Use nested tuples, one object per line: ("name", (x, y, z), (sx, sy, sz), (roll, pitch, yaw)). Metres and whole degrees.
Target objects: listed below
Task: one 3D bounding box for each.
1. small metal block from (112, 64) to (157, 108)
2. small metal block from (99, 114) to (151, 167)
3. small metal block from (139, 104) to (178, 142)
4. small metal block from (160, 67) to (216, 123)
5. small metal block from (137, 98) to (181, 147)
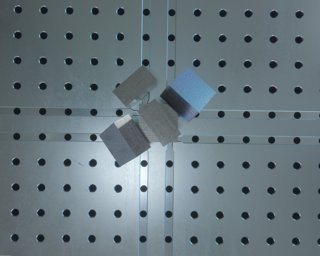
("small metal block", (-0.031, -0.052, 0.401), (0.050, 0.050, 0.025), (-41, 90, 0))
("small metal block", (-0.046, 0.017, 0.398), (0.025, 0.050, 0.050), (-34, 90, -37))
("small metal block", (-0.002, -0.006, 0.413), (0.050, 0.025, 0.050), (1, 90, -1))
("small metal block", (0.037, -0.044, 0.400), (0.050, 0.025, 0.050), (43, 50, 0))
("small metal block", (-0.001, -0.006, 0.376), (0.025, 0.050, 0.050), (-36, 91, -1))
